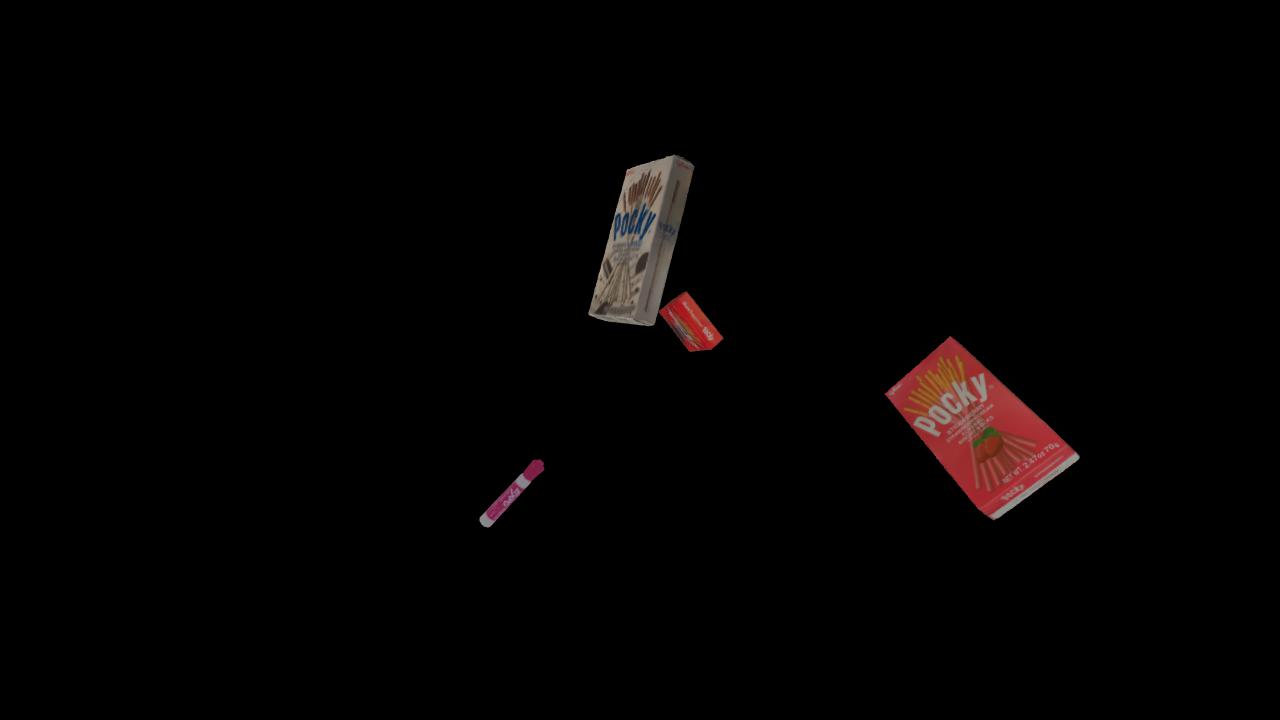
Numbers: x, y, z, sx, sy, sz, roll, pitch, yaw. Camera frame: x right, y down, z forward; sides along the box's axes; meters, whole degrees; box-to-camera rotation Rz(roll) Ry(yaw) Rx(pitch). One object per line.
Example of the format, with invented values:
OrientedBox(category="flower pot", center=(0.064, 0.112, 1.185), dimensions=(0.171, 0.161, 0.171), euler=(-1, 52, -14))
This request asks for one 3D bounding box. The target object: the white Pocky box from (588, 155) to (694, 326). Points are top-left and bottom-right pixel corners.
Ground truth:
OrientedBox(category="white Pocky box", center=(0.000, -0.110, 0.581), dimensions=(0.028, 0.154, 0.084), euler=(16, -3, -34))

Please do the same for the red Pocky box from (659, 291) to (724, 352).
OrientedBox(category="red Pocky box", center=(0.069, -0.051, 0.880), dimensions=(0.028, 0.083, 0.155), euler=(-38, 3, -4))

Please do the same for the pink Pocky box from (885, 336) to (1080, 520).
OrientedBox(category="pink Pocky box", center=(0.292, 0.054, 0.543), dimensions=(0.029, 0.084, 0.155), euler=(30, 24, -30))

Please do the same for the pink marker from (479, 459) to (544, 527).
OrientedBox(category="pink marker", center=(-0.164, 0.171, 0.794), dimensions=(0.020, 0.121, 0.020), euler=(39, 16, -14))
